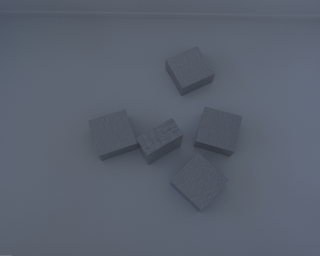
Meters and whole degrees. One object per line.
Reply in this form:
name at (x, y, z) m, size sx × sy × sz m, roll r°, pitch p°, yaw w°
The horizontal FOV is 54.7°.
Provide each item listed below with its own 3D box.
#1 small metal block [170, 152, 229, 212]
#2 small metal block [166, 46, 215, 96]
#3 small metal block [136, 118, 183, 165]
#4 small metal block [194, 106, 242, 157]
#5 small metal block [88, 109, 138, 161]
small metal block at (0.048, 0.067, 0.385) m, size 0.050 × 0.025 × 0.050 m, roll 42°, pitch 75°, yaw 14°
small metal block at (0.042, -0.081, 0.439) m, size 0.050 × 0.025 × 0.050 m, roll -25°, pitch 72°, yaw -9°
small metal block at (0.000, 0.018, 0.390) m, size 0.050 × 0.050 × 0.025 m, roll -30°, pitch 73°, yaw -10°
small metal block at (0.076, 0.005, 0.408) m, size 0.050 × 0.025 × 0.050 m, roll 16°, pitch 71°, yaw 5°
small metal block at (-0.061, 0.009, 0.406) m, size 0.050 × 0.025 × 0.050 m, roll -18°, pitch 71°, yaw -7°
